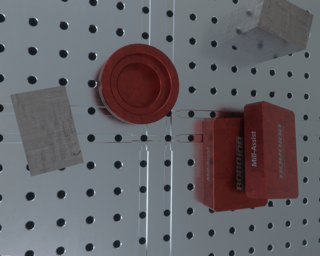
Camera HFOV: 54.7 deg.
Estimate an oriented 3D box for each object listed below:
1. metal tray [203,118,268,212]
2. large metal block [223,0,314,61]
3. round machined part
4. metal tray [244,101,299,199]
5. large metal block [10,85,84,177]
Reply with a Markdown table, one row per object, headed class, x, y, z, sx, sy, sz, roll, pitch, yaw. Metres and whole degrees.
| class | x | y | z | sx | sy | sz | roll | pitch | yaw |
| --- | --- | --- | --- | --- | --- | --- | --- | --- | --- |
| metal tray | 0.110 | 0.050 | 0.450 | 0.091 | 0.030 | 0.129 | -1 | 90 | -20 |
| large metal block | 0.150 | -0.140 | 0.438 | 0.081 | 0.080 | 0.050 | 17 | 85 | -19 |
| round machined part | -0.029 | -0.053 | 0.393 | 0.099 | 0.042 | 0.097 | 0 | 90 | -20 |
| metal tray | 0.159 | 0.034 | 0.442 | 0.091 | 0.030 | 0.129 | 11 | 76 | -40 |
| large metal block | -0.122 | 0.002 | 0.338 | 0.050 | 0.080 | 0.080 | -14 | 95 | -19 |
